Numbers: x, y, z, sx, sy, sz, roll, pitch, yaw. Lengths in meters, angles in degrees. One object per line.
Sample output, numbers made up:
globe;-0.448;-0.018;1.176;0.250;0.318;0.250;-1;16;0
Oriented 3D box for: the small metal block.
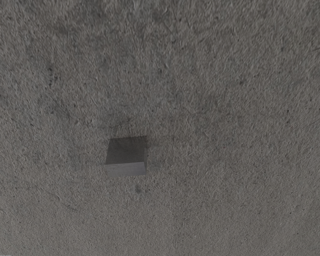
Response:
small metal block;-0.044;0.038;0.423;0.050;0.050;0.025;-5;130;4
